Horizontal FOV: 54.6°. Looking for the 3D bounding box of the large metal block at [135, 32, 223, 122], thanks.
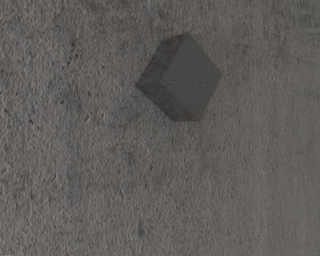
[{"bbox_3d":[0.027,-0.064,0.410,0.080,0.050,0.080,42,65,-32],"label":"large metal block"}]
